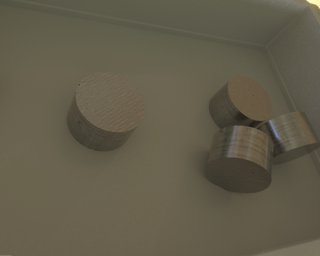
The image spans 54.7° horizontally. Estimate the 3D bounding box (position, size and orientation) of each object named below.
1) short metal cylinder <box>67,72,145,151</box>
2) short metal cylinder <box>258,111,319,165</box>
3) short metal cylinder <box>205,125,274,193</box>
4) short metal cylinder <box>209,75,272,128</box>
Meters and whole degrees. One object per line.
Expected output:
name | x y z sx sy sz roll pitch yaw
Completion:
short metal cylinder | -0.064 -0.019 0.366 0.081 0.050 0.080 14 56 -21
short metal cylinder | 0.187 0.017 0.460 0.081 0.080 0.050 -3 63 -30
short metal cylinder | 0.103 0.042 0.400 0.080 0.080 0.050 28 52 -11
short metal cylinder | 0.123 -0.033 0.476 0.081 0.050 0.080 14 56 -21
